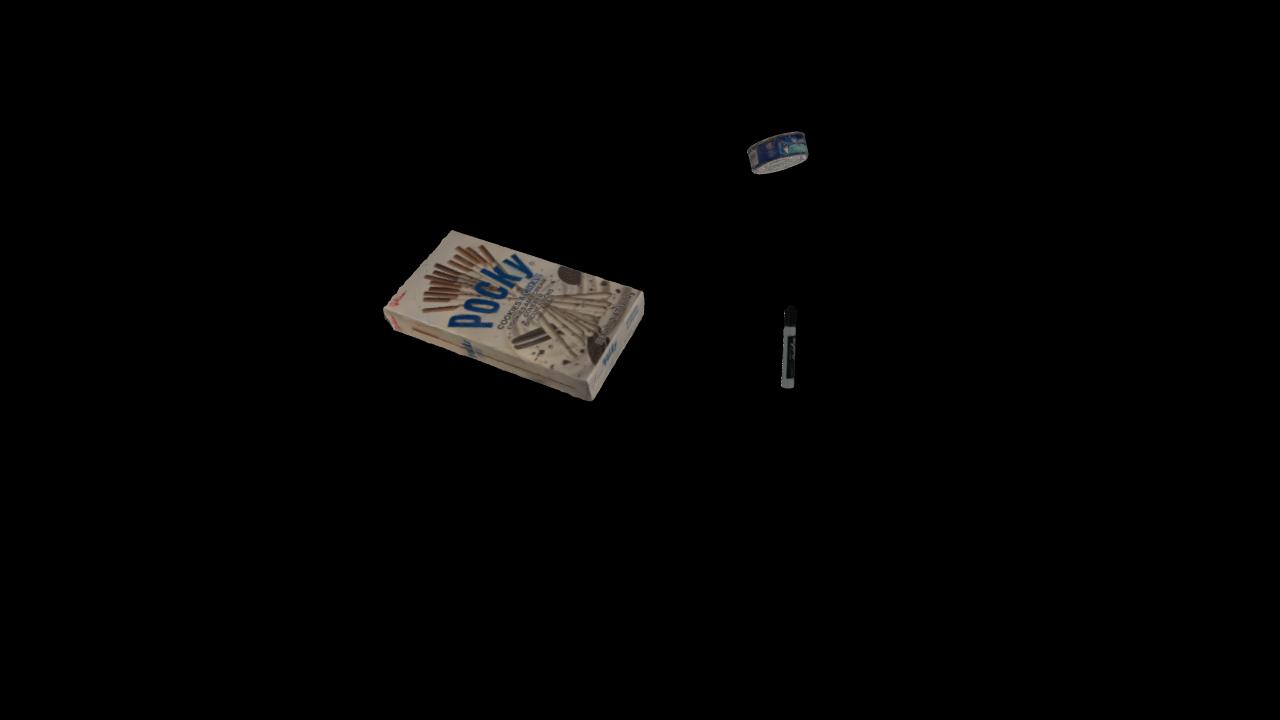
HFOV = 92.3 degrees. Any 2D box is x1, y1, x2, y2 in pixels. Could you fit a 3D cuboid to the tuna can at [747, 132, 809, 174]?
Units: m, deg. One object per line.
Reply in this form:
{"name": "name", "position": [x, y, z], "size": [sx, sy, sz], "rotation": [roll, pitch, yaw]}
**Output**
{"name": "tuna can", "position": [0.200, -0.298, 0.891], "size": [0.084, 0.034, 0.084], "rotation": [-13, 2, 0]}

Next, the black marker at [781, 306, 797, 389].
{"name": "black marker", "position": [0.216, -0.018, 0.891], "size": [0.020, 0.121, 0.020], "rotation": [-1, 16, 0]}

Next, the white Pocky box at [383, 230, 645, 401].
{"name": "white Pocky box", "position": [-0.082, -0.033, 0.411], "size": [0.154, 0.084, 0.028], "rotation": [19, -33, 15]}
